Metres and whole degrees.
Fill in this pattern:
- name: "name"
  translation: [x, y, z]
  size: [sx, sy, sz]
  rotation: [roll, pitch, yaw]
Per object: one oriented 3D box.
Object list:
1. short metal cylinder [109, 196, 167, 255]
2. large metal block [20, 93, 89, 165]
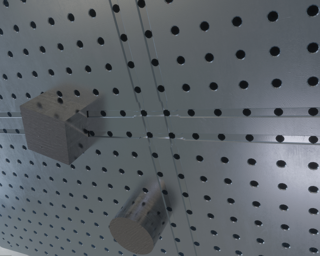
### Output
- name: "short metal cylinder"
  translation: [-0.036, 0.161, 0.514]
  size: [0.080, 0.050, 0.079]
  rotation: [13, 124, 21]
- name: "large metal block"
  translation: [-0.161, 0.000, 0.480]
  size: [0.080, 0.050, 0.079]
  rotation: [18, 126, 18]
